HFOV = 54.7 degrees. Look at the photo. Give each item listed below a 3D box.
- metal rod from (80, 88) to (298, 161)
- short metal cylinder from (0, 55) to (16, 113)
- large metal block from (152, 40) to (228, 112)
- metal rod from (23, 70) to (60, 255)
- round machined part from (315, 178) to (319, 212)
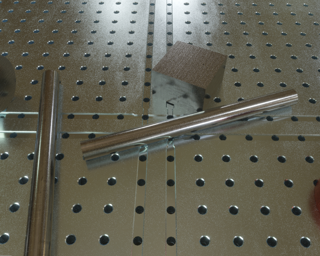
[{"bbox_3d":[0.047,-0.008,0.414,0.302,0.025,0.025,-14,52,-12],"label":"metal rod"},{"bbox_3d":[-0.244,-0.062,0.423,0.050,0.080,0.080,9,51,7],"label":"short metal cylinder"},{"bbox_3d":[0.043,-0.076,0.455,0.080,0.050,0.080,23,54,18],"label":"large metal block"},{"bbox_3d":[-0.140,0.034,0.377,0.025,0.025,0.300,-8,50,-6],"label":"metal rod"},{"bbox_3d":[0.226,0.075,0.335,0.099,0.042,0.098,0,50,0],"label":"round machined part"}]
